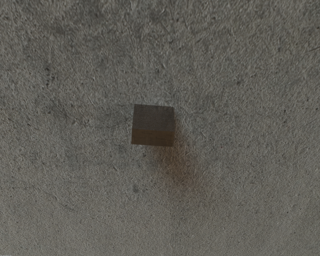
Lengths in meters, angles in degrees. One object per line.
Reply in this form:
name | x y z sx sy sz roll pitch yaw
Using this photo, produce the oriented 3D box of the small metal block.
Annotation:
small metal block | -0.009 -0.004 0.388 0.050 0.050 0.025 4 130 -4
